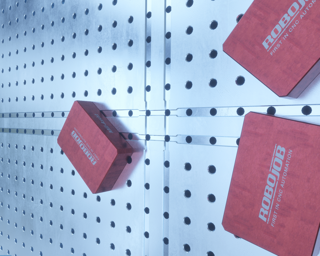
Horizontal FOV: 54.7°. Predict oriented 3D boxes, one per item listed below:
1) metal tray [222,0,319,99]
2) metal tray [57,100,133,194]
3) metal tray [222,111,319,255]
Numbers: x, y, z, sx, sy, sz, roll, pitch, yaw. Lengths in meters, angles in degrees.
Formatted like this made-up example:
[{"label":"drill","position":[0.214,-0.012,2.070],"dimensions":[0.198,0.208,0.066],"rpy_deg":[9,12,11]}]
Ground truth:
[{"label":"metal tray","position":[0.133,-0.104,0.296],"dimensions":[0.090,0.030,0.129],"rpy_deg":[49,119,28]},{"label":"metal tray","position":[-0.108,0.028,0.493],"dimensions":[0.130,0.030,0.089],"rpy_deg":[45,117,30]},{"label":"metal tray","position":[0.119,0.055,0.307],"dimensions":[0.090,0.030,0.129],"rpy_deg":[16,100,38]}]
